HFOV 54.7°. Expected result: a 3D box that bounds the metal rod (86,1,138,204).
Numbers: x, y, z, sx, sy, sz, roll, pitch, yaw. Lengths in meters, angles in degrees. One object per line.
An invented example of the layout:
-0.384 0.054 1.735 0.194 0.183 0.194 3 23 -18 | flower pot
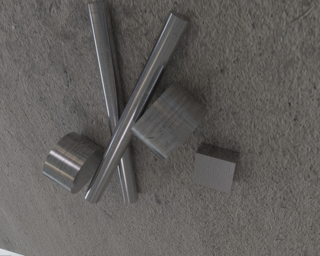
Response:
-0.060 -0.015 0.428 0.025 0.025 0.298 9 122 23 | metal rod

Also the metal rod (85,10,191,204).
-0.041 -0.005 0.400 0.025 0.025 0.298 33 121 6 | metal rod

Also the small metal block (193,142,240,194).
0.072 0.052 0.401 0.050 0.025 0.050 14 124 20 | small metal block

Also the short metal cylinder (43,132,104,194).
-0.130 0.053 0.472 0.050 0.080 0.079 30 128 9 | short metal cylinder

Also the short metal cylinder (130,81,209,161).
0.010 -0.008 0.361 0.050 0.080 0.080 42 129 -1 | short metal cylinder
